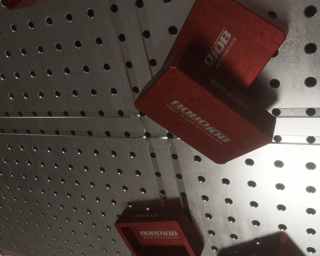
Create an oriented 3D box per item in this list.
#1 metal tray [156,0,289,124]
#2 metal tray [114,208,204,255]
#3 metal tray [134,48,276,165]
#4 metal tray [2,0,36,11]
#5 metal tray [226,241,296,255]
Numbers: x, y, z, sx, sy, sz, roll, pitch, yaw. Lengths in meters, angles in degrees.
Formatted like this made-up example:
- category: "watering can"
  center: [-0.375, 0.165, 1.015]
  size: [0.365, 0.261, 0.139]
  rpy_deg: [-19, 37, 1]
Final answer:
- category: "metal tray"
  center: [0.059, -0.072, 0.332]
  size: [0.090, 0.030, 0.129]
  rpy_deg: [34, 129, 5]
- category: "metal tray"
  center: [-0.003, 0.181, 0.520]
  size: [0.130, 0.030, 0.090]
  rpy_deg: [-14, 112, 33]
- category: "metal tray"
  center: [0.047, -0.017, 0.339]
  size: [0.130, 0.030, 0.090]
  rpy_deg: [34, 145, -13]
- category: "metal tray"
  center: [-0.180, -0.220, 0.364]
  size: [0.090, 0.030, 0.130]
  rpy_deg: [-16, 111, 34]
- category: "metal tray"
  center: [0.155, 0.227, 0.466]
  size: [0.090, 0.030, 0.129]
  rpy_deg: [48, 128, -7]
